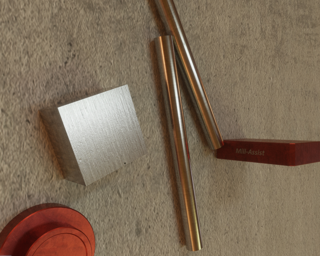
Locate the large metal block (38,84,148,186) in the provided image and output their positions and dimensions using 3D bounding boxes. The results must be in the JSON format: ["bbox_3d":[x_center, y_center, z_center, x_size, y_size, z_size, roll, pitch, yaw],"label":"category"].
[{"bbox_3d":[-0.069,0.005,0.332,0.081,0.050,0.080,-26,107,-37],"label":"large metal block"}]

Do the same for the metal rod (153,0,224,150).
[{"bbox_3d":[0.032,-0.103,0.433,0.025,0.025,0.299,-36,113,-34],"label":"metal rod"}]

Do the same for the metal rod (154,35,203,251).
[{"bbox_3d":[0.027,0.026,0.429,0.025,0.025,0.298,-15,100,-39],"label":"metal rod"}]

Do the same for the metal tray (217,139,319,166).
[{"bbox_3d":[0.164,0.034,0.477,0.091,0.130,0.030,0,91,-40],"label":"metal tray"}]

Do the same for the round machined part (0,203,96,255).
[{"bbox_3d":[-0.107,0.127,0.305,0.099,0.042,0.097,0,90,-40],"label":"round machined part"}]
